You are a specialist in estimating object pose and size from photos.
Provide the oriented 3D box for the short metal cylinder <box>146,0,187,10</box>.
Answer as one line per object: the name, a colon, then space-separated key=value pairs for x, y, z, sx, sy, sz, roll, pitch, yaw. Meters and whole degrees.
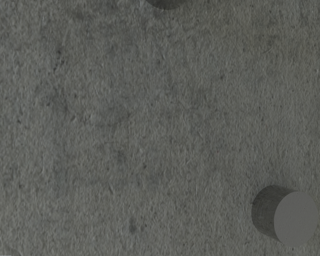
short metal cylinder: x=0.014 y=-0.202 z=0.402 sx=0.081 sy=0.050 sz=0.079 roll=0 pitch=90 yaw=-21

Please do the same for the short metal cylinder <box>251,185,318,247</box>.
short metal cylinder: x=0.187 y=0.131 z=0.467 sx=0.081 sy=0.050 sz=0.079 roll=0 pitch=90 yaw=-21
